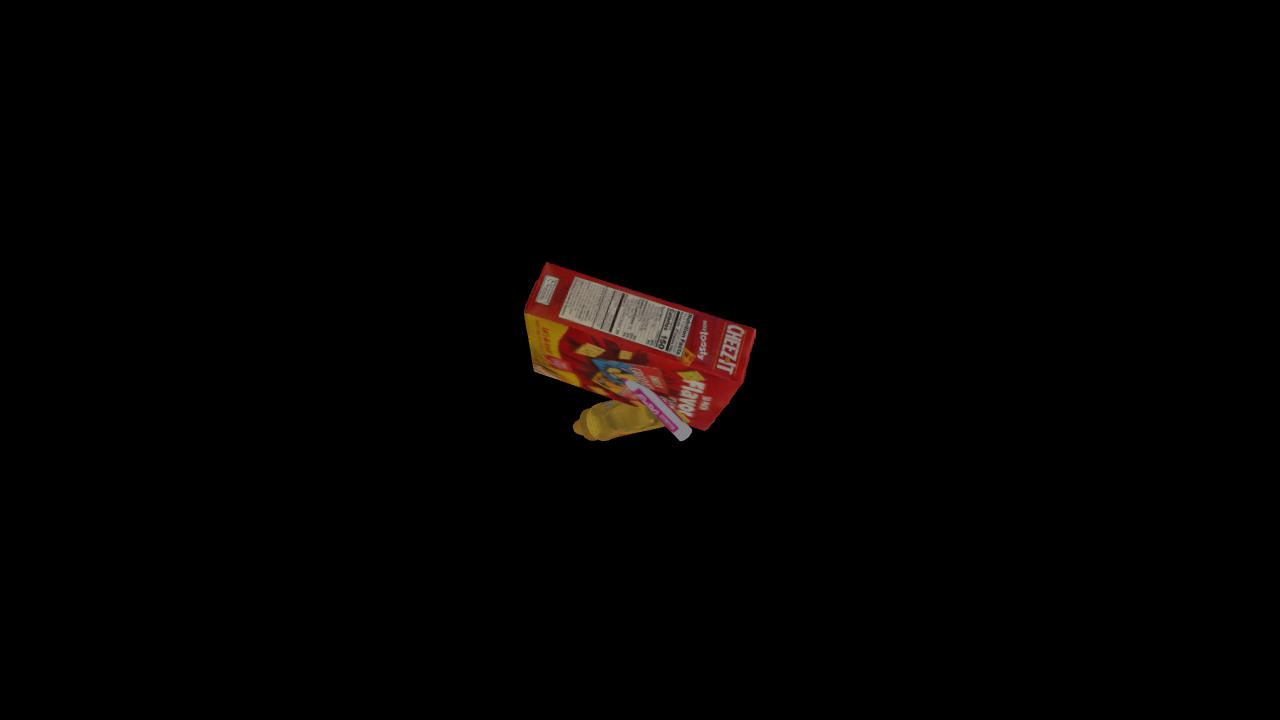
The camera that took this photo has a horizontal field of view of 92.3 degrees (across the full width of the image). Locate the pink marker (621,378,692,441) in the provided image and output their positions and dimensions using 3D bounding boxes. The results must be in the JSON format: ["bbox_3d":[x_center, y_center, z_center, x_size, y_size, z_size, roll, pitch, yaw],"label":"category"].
[{"bbox_3d":[0.010,0.040,0.658,0.020,0.121,0.020,-40,15,13],"label":"pink marker"}]

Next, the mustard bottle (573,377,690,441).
[{"bbox_3d":[-0.011,0.067,0.767,0.184,0.054,0.092,-18,2,33],"label":"mustard bottle"}]

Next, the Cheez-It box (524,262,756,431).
[{"bbox_3d":[-0.006,-0.007,0.663,0.223,0.071,0.166,19,-22,2],"label":"Cheez-It box"}]
